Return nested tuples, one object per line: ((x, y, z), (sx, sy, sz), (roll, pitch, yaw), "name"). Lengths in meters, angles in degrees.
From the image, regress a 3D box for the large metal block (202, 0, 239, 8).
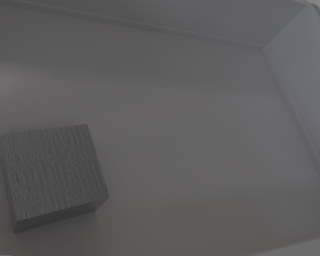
((0.121, -0.301, 0.641), (0.081, 0.050, 0.080), (-6, 65, -31), "large metal block")

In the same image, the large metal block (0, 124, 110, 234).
((-0.106, 0.047, 0.304), (0.081, 0.050, 0.080), (-8, 66, -32), "large metal block")
